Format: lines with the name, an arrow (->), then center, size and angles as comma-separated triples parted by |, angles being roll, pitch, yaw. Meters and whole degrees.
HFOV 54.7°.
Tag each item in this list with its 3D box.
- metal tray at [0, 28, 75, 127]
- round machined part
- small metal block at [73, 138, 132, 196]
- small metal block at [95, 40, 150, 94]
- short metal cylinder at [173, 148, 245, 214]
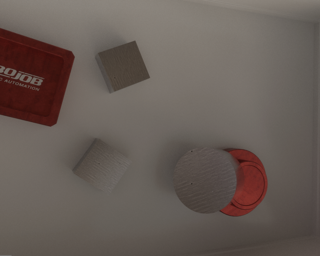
metal tray -> -0.172, -0.060, 0.344 | 0.131, 0.030, 0.090 | 15, 85, -20
round machined part -> 0.114, 0.079, 0.445 | 0.099, 0.042, 0.097 | 0, 90, -21
small metal block -> -0.072, 0.047, 0.385 | 0.050, 0.025, 0.050 | 38, 78, -17
small metal block -> -0.048, -0.077, 0.394 | 0.050, 0.025, 0.050 | -25, 99, -19
short metal cylinder -> 0.064, 0.066, 0.400 | 0.050, 0.080, 0.080 | 13, 84, -64
